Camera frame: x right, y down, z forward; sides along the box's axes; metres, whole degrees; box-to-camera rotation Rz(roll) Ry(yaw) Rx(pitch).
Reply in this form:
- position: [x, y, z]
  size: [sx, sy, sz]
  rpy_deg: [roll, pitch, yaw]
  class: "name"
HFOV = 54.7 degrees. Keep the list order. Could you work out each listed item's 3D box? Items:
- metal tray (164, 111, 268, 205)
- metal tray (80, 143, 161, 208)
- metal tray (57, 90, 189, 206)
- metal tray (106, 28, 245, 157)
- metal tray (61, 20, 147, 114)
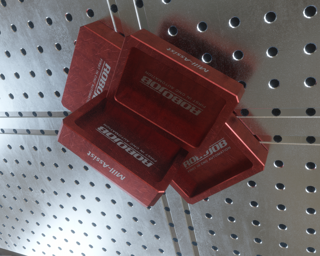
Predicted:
- position: [0.057, 0.038, 0.398]
  size: [0.090, 0.030, 0.129]
  rpy_deg: [47, 129, -6]
  class: "metal tray"
- position: [-0.056, 0.058, 0.447]
  size: [0.130, 0.030, 0.090]
  rpy_deg: [36, 154, 3]
  class: "metal tray"
- position: [-0.038, 0.018, 0.359]
  size: [0.130, 0.090, 0.030]
  rpy_deg: [35, 129, 4]
  class: "metal tray"
- position: [0.012, -0.037, 0.338]
  size: [0.130, 0.030, 0.089]
  rpy_deg: [31, 128, 7]
  class: "metal tray"
- position: [-0.073, -0.060, 0.407]
  size: [0.090, 0.030, 0.129]
  rpy_deg: [33, 129, 5]
  class: "metal tray"
